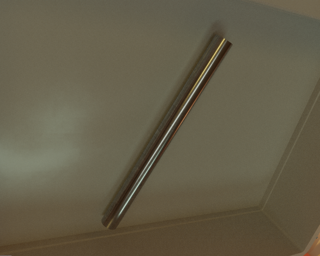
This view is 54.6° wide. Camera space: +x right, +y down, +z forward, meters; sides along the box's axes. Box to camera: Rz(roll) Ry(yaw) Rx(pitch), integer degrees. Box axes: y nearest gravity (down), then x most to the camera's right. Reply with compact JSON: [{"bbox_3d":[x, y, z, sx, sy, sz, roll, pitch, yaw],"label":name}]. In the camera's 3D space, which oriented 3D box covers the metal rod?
[{"bbox_3d":[0.002,0.015,0.415,0.025,0.025,0.299,22,107,-36],"label":"metal rod"}]
